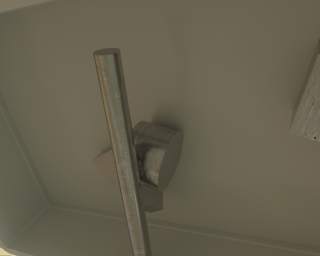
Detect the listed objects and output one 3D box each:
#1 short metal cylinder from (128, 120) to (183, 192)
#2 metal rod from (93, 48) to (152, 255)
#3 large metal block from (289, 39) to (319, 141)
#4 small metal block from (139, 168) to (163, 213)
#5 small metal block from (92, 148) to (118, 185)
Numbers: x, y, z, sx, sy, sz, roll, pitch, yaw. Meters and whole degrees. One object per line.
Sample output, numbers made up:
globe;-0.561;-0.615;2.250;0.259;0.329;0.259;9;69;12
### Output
short metal cylinder;-0.009;0.035;0.398;0.050;0.080;0.079;17;125;18
metal rod;-0.036;0.059;0.358;0.025;0.025;0.298;8;122;24
large metal block;0.174;-0.028;0.283;0.080;0.050;0.079;17;125;17
small metal block;-0.022;0.090;0.445;0.025;0.050;0.050;-25;142;37
small metal block;-0.068;0.055;0.476;0.050;0.025;0.050;-29;103;37
